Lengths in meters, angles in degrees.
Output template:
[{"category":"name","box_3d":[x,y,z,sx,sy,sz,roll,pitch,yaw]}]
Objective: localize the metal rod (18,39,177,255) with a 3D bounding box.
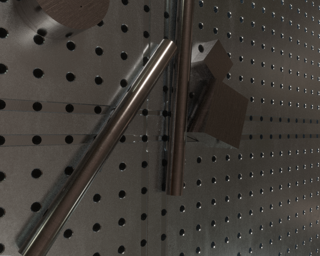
[{"category":"metal rod","box_3d":[-0.058,0.008,0.362,0.025,0.025,0.300,45,63,-31]}]

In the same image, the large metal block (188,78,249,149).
[{"category":"large metal block","box_3d":[0.082,-0.019,0.464,0.080,0.050,0.080,24,75,-38]}]

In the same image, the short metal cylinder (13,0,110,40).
[{"category":"short metal cylinder","box_3d":[-0.099,-0.134,0.311,0.081,0.050,0.079,0,90,-40]}]

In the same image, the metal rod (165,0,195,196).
[{"category":"metal rod","box_3d":[0.029,-0.057,0.435,0.025,0.025,0.298,6,86,-40]}]

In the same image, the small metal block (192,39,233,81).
[{"category":"small metal block","box_3d":[0.082,-0.100,0.480,0.050,0.025,0.050,50,61,-29]}]
